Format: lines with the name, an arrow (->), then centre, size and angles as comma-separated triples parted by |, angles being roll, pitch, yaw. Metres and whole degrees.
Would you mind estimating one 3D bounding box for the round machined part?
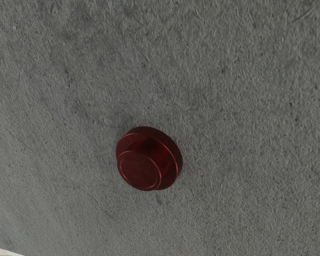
round machined part -> -0.021, 0.050, 0.438 | 0.098, 0.042, 0.097 | 13, 124, 21
